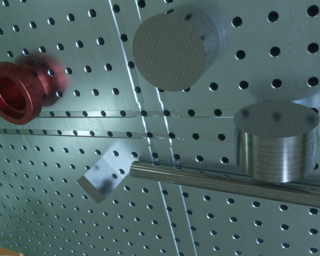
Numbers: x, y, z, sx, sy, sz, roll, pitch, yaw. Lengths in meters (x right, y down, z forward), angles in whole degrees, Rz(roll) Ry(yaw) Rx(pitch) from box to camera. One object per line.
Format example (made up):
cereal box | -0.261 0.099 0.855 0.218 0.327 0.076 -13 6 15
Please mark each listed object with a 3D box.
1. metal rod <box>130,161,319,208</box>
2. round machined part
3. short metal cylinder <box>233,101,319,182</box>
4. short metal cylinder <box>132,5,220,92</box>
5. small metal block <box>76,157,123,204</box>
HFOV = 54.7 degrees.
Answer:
metal rod | 0.096 0.074 0.405 0.301 0.025 0.025 5 121 25
round machined part | -0.222 -0.057 0.482 0.098 0.042 0.097 13 124 21
short metal cylinder | 0.118 0.011 0.320 0.080 0.080 0.050 4 120 26
short metal cylinder | 0.018 -0.086 0.333 0.080 0.050 0.079 13 124 21
small metal block | -0.096 0.084 0.498 0.050 0.050 0.025 48 129 -6
